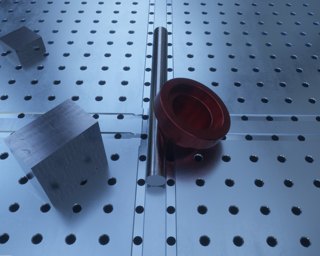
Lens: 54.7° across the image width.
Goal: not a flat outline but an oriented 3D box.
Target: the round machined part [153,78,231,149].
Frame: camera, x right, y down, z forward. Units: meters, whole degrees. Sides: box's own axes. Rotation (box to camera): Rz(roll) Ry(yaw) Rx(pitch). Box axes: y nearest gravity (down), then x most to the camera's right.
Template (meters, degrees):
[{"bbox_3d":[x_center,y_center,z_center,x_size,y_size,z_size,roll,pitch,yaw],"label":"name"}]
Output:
[{"bbox_3d":[0.036,-0.014,0.393,0.099,0.042,0.098,16,48,-18],"label":"round machined part"}]

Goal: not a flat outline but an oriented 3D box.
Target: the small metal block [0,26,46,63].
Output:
[{"bbox_3d":[-0.234,-0.143,0.526,0.050,0.025,0.050,33,57,25],"label":"small metal block"}]

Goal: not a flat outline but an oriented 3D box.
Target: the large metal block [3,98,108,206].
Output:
[{"bbox_3d":[-0.111,0.027,0.348,0.050,0.080,0.080,36,59,26],"label":"large metal block"}]

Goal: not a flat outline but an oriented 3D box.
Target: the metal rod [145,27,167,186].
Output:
[{"bbox_3d":[-0.002,-0.054,0.452,0.025,0.025,0.300,1,50,1],"label":"metal rod"}]
